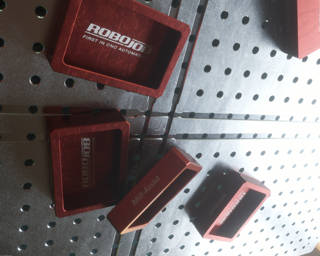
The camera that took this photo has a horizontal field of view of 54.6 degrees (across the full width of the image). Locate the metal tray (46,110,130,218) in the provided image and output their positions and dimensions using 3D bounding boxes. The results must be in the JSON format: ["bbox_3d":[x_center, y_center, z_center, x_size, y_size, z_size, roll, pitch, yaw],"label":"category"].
[{"bbox_3d":[-0.088,0.046,0.387,0.091,0.030,0.129,-8,122,-25],"label":"metal tray"}]

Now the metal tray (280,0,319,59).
[{"bbox_3d":[0.208,-0.170,0.415,0.090,0.030,0.130,-29,128,-10],"label":"metal tray"}]

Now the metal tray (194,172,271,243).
[{"bbox_3d":[0.135,0.149,0.572,0.090,0.030,0.129,24,105,-37],"label":"metal tray"}]

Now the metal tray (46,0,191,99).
[{"bbox_3d":[-0.041,-0.090,0.329,0.131,0.030,0.089,12,112,-33],"label":"metal tray"}]

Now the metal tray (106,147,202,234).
[{"bbox_3d":[-0.003,0.088,0.433,0.130,0.030,0.090,-46,158,4],"label":"metal tray"}]
